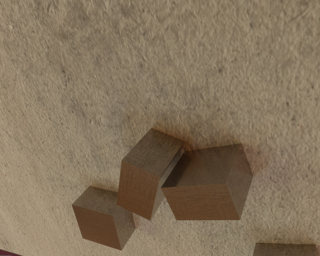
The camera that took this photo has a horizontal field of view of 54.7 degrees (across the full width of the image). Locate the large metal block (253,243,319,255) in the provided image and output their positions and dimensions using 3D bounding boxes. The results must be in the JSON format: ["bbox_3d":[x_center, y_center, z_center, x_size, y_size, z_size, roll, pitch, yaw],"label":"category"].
[{"bbox_3d":[0.179,0.207,0.424,0.080,0.050,0.080,-12,113,33],"label":"large metal block"}]

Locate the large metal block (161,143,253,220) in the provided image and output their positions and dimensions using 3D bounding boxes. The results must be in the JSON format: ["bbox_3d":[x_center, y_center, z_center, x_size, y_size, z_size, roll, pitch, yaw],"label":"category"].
[{"bbox_3d":[0.060,0.066,0.379,0.080,0.080,0.050,-11,113,32],"label":"large metal block"}]

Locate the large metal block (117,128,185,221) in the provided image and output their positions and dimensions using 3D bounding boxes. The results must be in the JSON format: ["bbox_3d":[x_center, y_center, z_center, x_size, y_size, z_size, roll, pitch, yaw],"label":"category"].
[{"bbox_3d":[-0.012,0.060,0.413,0.050,0.080,0.079,22,126,15],"label":"large metal block"}]

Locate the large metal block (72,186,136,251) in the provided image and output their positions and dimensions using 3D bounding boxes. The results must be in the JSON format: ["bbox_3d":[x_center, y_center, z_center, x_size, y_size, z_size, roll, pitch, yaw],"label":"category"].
[{"bbox_3d":[-0.095,0.154,0.534,0.080,0.050,0.079,7,122,24],"label":"large metal block"}]
